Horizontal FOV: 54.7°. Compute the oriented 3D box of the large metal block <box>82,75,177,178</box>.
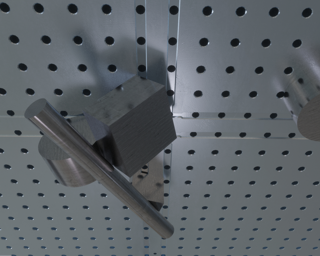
[{"bbox_3d":[-0.032,-0.003,0.365,0.080,0.050,0.080,-39,135,-27],"label":"large metal block"}]

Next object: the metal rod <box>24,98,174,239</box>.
[{"bbox_3d":[-0.053,0.072,0.390,0.025,0.025,0.300,-20,134,16],"label":"metal rod"}]

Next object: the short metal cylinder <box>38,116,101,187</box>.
[{"bbox_3d":[-0.107,0.029,0.399,0.080,0.080,0.050,-9,130,7],"label":"short metal cylinder"}]

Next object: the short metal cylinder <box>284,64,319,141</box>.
[{"bbox_3d":[0.198,-0.030,0.372,0.081,0.050,0.079,0,130,0],"label":"short metal cylinder"}]

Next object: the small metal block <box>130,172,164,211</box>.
[{"bbox_3d":[-0.022,0.098,0.479,0.050,0.050,0.025,14,129,-12],"label":"small metal block"}]
